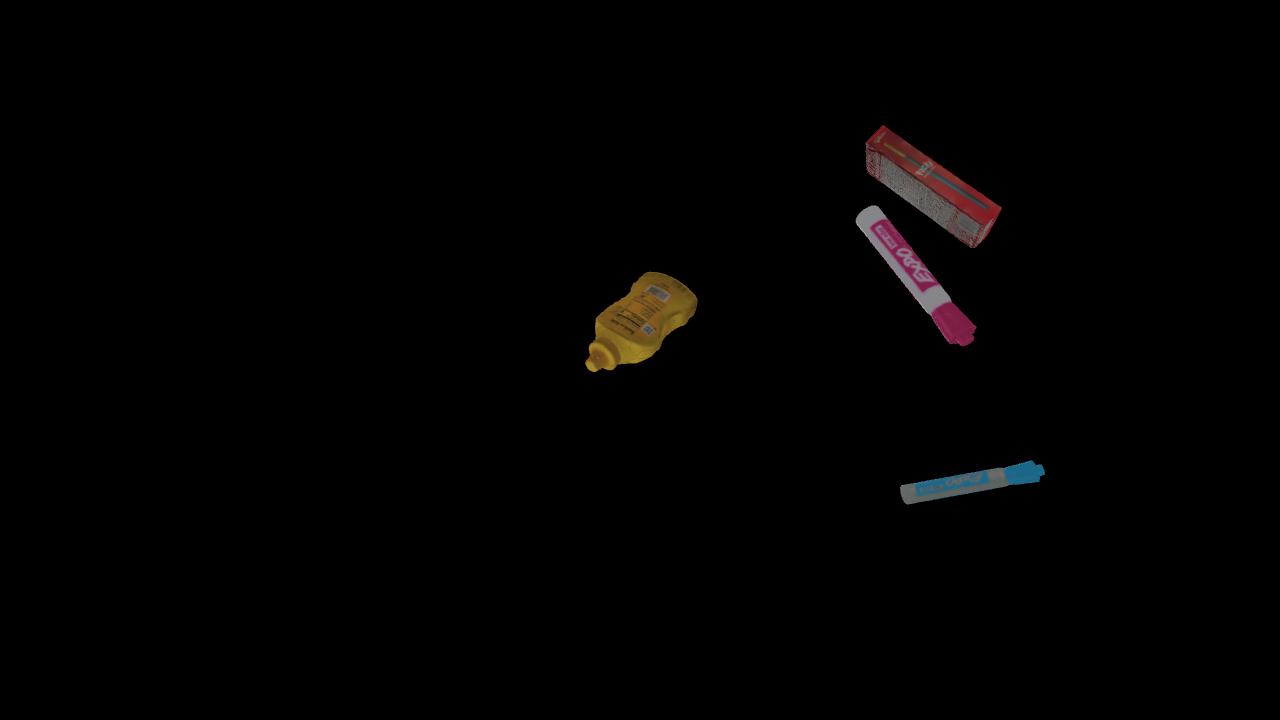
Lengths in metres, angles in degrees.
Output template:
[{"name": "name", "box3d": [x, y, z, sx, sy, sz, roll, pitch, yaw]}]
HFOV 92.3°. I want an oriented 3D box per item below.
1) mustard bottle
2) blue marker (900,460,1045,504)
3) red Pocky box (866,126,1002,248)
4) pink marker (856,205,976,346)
[{"name": "mustard bottle", "box3d": [-0.008, -0.043, 0.798, 0.092, 0.054, 0.184, 34, 52, 14]}, {"name": "blue marker", "box3d": [0.302, 0.113, 0.565, 0.121, 0.020, 0.020, -23, -14, 37]}, {"name": "red Pocky box", "box3d": [0.315, -0.188, 0.672, 0.155, 0.028, 0.083, 46, 11, 19]}, {"name": "pink marker", "box3d": [0.187, -0.059, 0.420, 0.020, 0.121, 0.020, -17, -31, -11]}]
